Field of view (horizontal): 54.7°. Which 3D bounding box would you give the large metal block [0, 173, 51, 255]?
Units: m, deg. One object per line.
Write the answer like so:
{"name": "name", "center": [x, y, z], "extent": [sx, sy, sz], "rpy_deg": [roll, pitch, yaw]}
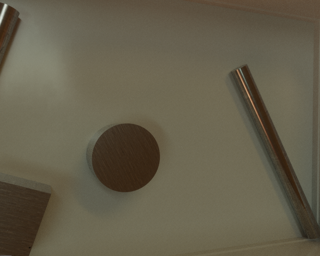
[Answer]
{"name": "large metal block", "center": [-0.172, 0.094, 0.334], "extent": [0.081, 0.050, 0.080], "rpy_deg": [20, 83, -19]}

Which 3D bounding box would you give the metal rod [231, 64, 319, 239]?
{"name": "metal rod", "center": [0.183, 0.042, 0.480], "extent": [0.025, 0.025, 0.299], "rpy_deg": [-30, 100, -18]}

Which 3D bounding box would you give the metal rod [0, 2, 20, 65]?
{"name": "metal rod", "center": [-0.215, 0.008, 0.331], "extent": [0.025, 0.025, 0.299], "rpy_deg": [20, 83, -19]}

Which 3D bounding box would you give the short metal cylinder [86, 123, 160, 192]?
{"name": "short metal cylinder", "center": [-0.046, 0.034, 0.381], "extent": [0.081, 0.050, 0.079], "rpy_deg": [0, 90, -21]}
